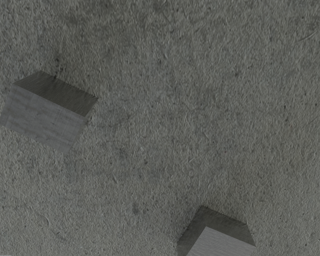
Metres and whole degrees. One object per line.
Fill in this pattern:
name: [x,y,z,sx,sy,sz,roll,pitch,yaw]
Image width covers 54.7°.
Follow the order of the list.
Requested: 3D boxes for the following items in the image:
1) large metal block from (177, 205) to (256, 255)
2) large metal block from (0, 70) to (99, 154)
large metal block: [0.081,0.174,0.461,0.080,0.050,0.080,25,108,-9]
large metal block: [-0.128,-0.022,0.371,0.080,0.080,0.050,26,108,-9]
